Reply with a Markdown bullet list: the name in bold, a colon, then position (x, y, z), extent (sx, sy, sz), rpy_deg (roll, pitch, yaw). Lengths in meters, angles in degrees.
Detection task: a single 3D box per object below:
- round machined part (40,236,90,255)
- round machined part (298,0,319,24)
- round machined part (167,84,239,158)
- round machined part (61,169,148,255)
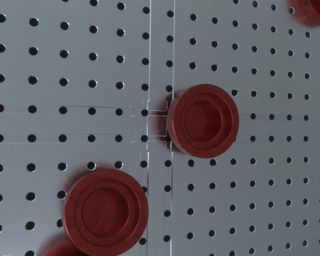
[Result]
- **round machined part**: position (-0.100, 0.181, 0.367), extent (0.099, 0.042, 0.097), rpy_deg (0, 90, -20)
- **round machined part**: position (0.277, -0.223, 0.505), extent (0.099, 0.042, 0.097), rpy_deg (0, 90, -20)
- **round machined part**: position (0.055, -0.009, 0.423), extent (0.099, 0.042, 0.097), rpy_deg (0, 90, -20)
- **round machined part**: position (-0.067, 0.100, 0.371), extent (0.099, 0.042, 0.098), rpy_deg (7, 73, -24)
